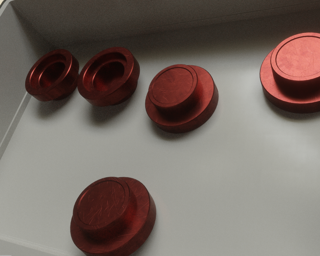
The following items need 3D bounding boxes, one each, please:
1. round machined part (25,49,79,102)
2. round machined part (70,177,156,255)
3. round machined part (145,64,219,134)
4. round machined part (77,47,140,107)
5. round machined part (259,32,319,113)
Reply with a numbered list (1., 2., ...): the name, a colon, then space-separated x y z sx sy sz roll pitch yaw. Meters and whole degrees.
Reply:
1. round machined part: -0.181 -0.087 0.541 0.098 0.042 0.098 -13 56 20
2. round machined part: -0.058 0.094 0.350 0.098 0.042 0.098 -14 40 13
3. round machined part: 0.024 -0.045 0.409 0.098 0.042 0.098 -13 56 20
4. round machined part: -0.074 -0.074 0.477 0.098 0.042 0.098 -13 56 20
5. round machined part: 0.164 -0.069 0.351 0.098 0.042 0.098 -13 56 20
